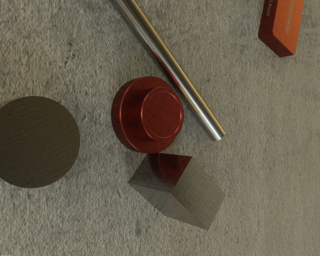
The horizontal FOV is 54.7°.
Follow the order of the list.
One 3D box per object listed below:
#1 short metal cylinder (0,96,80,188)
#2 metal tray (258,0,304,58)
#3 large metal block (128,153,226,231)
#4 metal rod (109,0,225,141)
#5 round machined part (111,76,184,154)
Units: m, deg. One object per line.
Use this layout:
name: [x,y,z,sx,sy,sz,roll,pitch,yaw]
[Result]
short metal cylinder: [-0.123,0.012,0.287,0.081,0.050,0.079,0,90,-40]
metal tray: [0.239,-0.216,0.605,0.090,0.030,0.129,23,76,-38]
large metal block: [0.021,0.077,0.389,0.080,0.080,0.050,49,61,-29]
metal rod: [0.006,-0.090,0.411,0.300,0.025,0.025,50,60,-28]
round machined part: [-0.008,-0.016,0.389,0.099,0.042,0.097,0,90,-40]
